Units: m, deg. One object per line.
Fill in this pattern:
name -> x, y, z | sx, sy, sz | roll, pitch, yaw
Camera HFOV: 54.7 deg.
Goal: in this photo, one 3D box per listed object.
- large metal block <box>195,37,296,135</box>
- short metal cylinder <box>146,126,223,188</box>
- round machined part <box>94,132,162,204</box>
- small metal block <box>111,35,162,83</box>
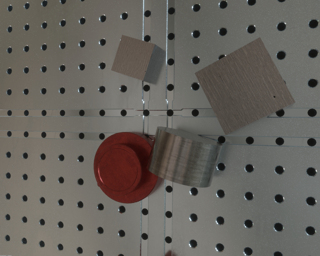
large metal block -> 0.099, -0.045, 0.364 | 0.080, 0.050, 0.080 | -27, 81, 18
short metal cylinder -> 0.029, 0.033, 0.373 | 0.080, 0.080, 0.050 | 17, 96, 19
round machined part -> -0.048, 0.054, 0.420 | 0.098, 0.042, 0.097 | 0, 90, 20
small metal block -> -0.032, -0.094, 0.424 | 0.050, 0.025, 0.050 | 21, 97, 18
